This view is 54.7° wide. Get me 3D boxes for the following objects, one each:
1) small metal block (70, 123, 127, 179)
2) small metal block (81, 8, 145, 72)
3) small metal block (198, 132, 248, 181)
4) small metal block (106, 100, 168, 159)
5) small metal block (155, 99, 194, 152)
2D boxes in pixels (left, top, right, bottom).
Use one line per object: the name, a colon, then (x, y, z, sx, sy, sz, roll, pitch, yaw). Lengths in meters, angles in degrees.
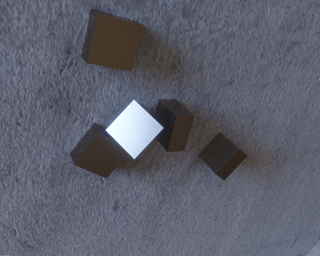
small metal block: (-0.074, 0.029, 0.386, 0.050, 0.025, 0.050, 33, 100, -39)
small metal block: (-0.050, -0.091, 0.324, 0.050, 0.025, 0.050, 5, 116, -31)
small metal block: (0.094, 0.042, 0.471, 0.050, 0.050, 0.025, -48, 129, 5)
small metal block: (-0.028, 0.003, 0.375, 0.050, 0.050, 0.025, -47, 167, 4)
small metal block: (0.015, -0.004, 0.398, 0.025, 0.050, 0.050, -2, 119, -28)
